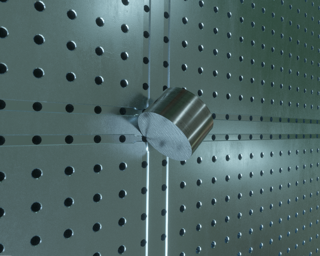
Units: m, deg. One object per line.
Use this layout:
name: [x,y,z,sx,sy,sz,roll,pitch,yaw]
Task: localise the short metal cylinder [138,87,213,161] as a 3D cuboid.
short metal cylinder: [0.019,-0.005,0.391,0.050,0.080,0.080,-48,119,-29]
